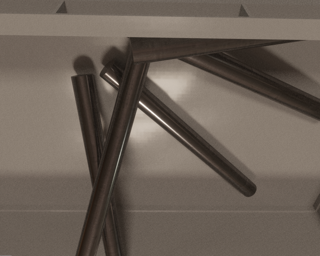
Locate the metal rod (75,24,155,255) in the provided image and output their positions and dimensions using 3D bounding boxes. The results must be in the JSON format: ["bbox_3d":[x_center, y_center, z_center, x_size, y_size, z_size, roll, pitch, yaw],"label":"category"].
[{"bbox_3d":[-0.054,0.030,0.358,0.025,0.025,0.298,14,105,-12],"label":"metal rod"}]

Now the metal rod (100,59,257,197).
[{"bbox_3d":[0.042,0.016,0.422,0.025,0.025,0.301,-35,122,26],"label":"metal rod"}]

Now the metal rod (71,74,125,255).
[{"bbox_3d":[-0.073,0.081,0.399,0.025,0.025,0.298,-6,106,4],"label":"metal rod"}]

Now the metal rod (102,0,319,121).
[{"bbox_3d":[0.084,-0.061,0.339,0.302,0.025,0.025,18,128,-23],"label":"metal rod"}]

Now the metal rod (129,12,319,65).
[{"bbox_3d":[0.122,-0.094,0.295,0.302,0.025,0.025,-10,131,-7],"label":"metal rod"}]
